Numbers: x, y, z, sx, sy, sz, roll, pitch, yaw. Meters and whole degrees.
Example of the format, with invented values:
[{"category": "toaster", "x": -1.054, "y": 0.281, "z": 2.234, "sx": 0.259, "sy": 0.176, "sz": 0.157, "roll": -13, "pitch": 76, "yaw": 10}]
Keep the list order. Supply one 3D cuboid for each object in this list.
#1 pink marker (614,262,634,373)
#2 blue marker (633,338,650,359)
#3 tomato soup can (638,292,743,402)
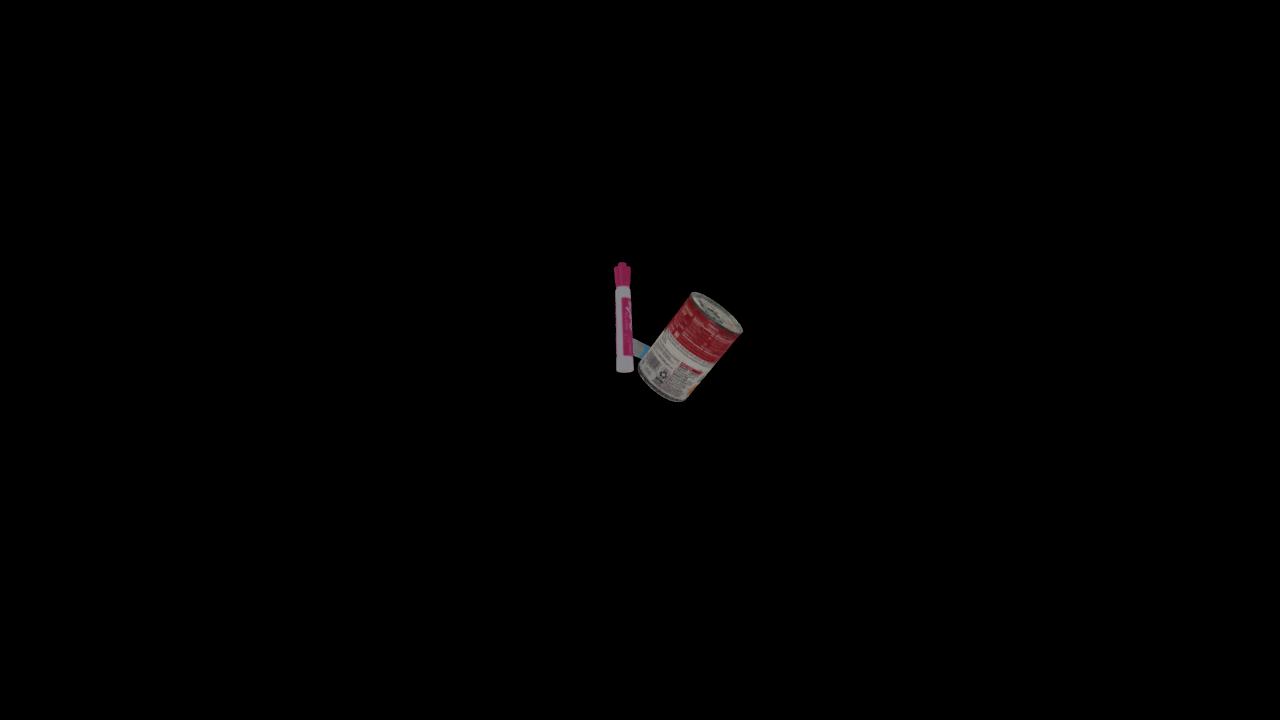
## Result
[{"category": "pink marker", "x": -0.018, "y": -0.047, "z": 0.664, "sx": 0.020, "sy": 0.121, "sz": 0.020, "roll": -2, "pitch": -11, "yaw": 0}, {"category": "blue marker", "x": 0.025, "y": -0.001, "z": 0.749, "sx": 0.020, "sy": 0.020, "sz": 0.121, "roll": 0, "pitch": -15, "yaw": 37}, {"category": "tomato soup can", "x": 0.052, "y": -0.012, "z": 0.654, "sx": 0.068, "sy": 0.101, "sz": 0.068, "roll": 31, "pitch": 22, "yaw": -14}]
